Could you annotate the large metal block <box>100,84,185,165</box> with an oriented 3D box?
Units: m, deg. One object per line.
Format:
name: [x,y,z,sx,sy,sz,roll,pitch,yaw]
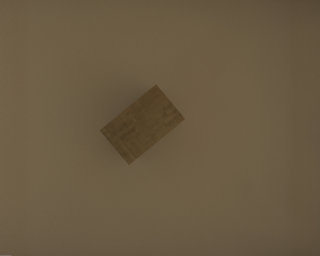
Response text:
large metal block: [-0.019,-0.004,0.381,0.080,0.080,0.050,-40,90,0]
